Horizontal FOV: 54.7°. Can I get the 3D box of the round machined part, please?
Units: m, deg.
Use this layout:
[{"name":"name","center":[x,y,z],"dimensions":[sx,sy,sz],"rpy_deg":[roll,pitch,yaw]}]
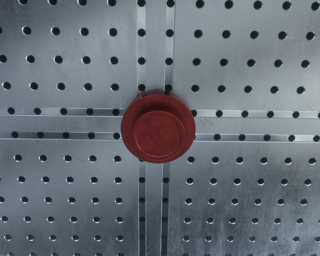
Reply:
[{"name":"round machined part","center":[-0.002,0.004,0.405],"dimensions":[0.099,0.042,0.097],"rpy_deg":[0,110,-1]}]
